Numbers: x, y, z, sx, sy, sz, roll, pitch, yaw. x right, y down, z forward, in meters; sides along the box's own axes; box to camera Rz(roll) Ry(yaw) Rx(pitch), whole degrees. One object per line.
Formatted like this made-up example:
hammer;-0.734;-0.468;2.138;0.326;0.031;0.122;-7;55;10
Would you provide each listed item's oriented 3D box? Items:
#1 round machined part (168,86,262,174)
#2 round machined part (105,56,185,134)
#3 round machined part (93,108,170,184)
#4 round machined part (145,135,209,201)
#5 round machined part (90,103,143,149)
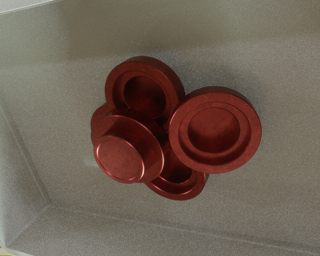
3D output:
round machined part;0.060;-0.001;0.349;0.099;0.042;0.097;2;114;4
round machined part;-0.014;-0.040;0.377;0.098;0.042;0.097;13;124;20
round machined part;-0.041;0.029;0.377;0.098;0.042;0.097;13;124;20
round machined part;0.019;0.045;0.412;0.098;0.042;0.097;13;124;20
round machined part;-0.056;0.012;0.428;0.098;0.042;0.097;13;124;20
